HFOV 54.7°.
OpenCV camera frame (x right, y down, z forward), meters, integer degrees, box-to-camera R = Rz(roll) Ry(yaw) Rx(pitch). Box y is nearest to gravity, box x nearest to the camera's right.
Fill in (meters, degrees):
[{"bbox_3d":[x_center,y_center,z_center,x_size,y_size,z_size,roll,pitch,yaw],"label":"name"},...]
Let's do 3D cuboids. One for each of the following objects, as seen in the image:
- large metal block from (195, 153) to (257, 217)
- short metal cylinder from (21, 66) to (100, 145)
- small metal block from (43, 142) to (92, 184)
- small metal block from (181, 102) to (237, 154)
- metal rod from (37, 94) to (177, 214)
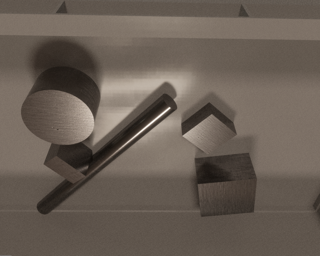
[{"bbox_3d":[0.098,0.087,0.468,0.080,0.050,0.080,-6,130,5],"label":"large metal block"},{"bbox_3d":[-0.115,-0.026,0.369,0.081,0.050,0.079,0,130,0],"label":"short metal cylinder"},{"bbox_3d":[-0.124,0.039,0.425,0.025,0.050,0.050,-31,124,23],"label":"small metal block"},{"bbox_3d":[0.064,0.002,0.412,0.050,0.025,0.050,36,121,-27],"label":"small metal block"},{"bbox_3d":[-0.091,0.050,0.450,0.025,0.025,0.299,36,121,-27],"label":"metal rod"}]
